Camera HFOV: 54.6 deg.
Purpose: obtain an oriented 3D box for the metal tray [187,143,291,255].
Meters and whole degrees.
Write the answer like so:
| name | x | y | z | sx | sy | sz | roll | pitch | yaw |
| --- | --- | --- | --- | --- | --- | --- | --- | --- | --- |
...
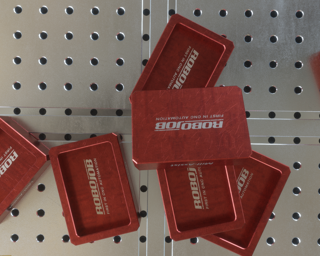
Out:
| name | x | y | z | sx | sy | sz | roll | pitch | yaw |
| --- | --- | --- | --- | --- | --- | --- | --- | --- | --- |
| metal tray | 0.102 | 0.092 | 0.411 | 0.090 | 0.030 | 0.130 | 25 | 90 | 0 |

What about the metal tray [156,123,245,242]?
| name | x | y | z | sx | sy | sz | roll | pitch | yaw |
| --- | --- | --- | --- | --- | --- | --- | --- | --- | --- |
| metal tray | 0.045 | 0.063 | 0.380 | 0.090 | 0.030 | 0.129 | -12 | 90 | 0 |

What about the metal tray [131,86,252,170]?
| name | x | y | z | sx | sy | sz | roll | pitch | yaw |
| --- | --- | --- | --- | --- | --- | --- | --- | --- | --- |
| metal tray | 0.034 | -0.001 | 0.364 | 0.131 | 0.030 | 0.090 | -3 | 68 | 0 |

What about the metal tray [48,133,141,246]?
| name | x | y | z | sx | sy | sz | roll | pitch | yaw |
| --- | --- | --- | --- | --- | --- | --- | --- | --- | --- |
| metal tray | -0.084 | 0.078 | 0.410 | 0.090 | 0.030 | 0.129 | -14 | 90 | 0 |

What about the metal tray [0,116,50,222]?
| name | x | y | z | sx | sy | sz | roll | pitch | yaw |
| --- | --- | --- | --- | --- | --- | --- | --- | --- | --- |
| metal tray | -0.218 | 0.059 | 0.409 | 0.090 | 0.030 | 0.130 | 40 | 90 | 0 |

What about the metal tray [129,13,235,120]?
| name | x | y | z | sx | sy | sz | roll | pitch | yaw |
| --- | --- | --- | --- | --- | --- | --- | --- | --- | --- |
| metal tray | 0.028 | -0.071 | 0.410 | 0.090 | 0.030 | 0.130 | 27 | 90 | 0 |
